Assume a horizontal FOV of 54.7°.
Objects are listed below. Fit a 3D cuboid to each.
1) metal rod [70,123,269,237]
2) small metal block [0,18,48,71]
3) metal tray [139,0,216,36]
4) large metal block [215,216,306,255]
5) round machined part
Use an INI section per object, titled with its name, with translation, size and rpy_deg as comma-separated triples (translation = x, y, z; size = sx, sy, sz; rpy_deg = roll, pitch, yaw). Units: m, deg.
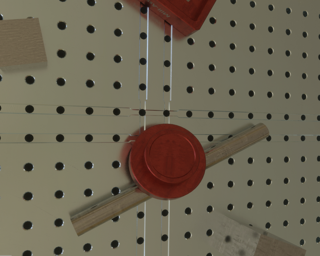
[metal rod]
translation = 0.027, 0.062, 0.423
size = 0.302, 0.025, 0.025
rpy_deg = -24, 98, -19
[small metal block]
translation = -0.160, -0.095, 0.354
size = 0.050, 0.025, 0.050
rpy_deg = -12, 94, -20
[metal tray]
translation = 0.015, -0.199, 0.416
size = 0.130, 0.030, 0.090
rpy_deg = 32, 79, -18
[large metal block]
translation = 0.139, 0.171, 0.437
size = 0.080, 0.080, 0.050
rpy_deg = 24, 82, -19
[round machined part]
translation = 0.011, 0.039, 0.392
size = 0.099, 0.042, 0.098
rpy_deg = 4, 69, -10
